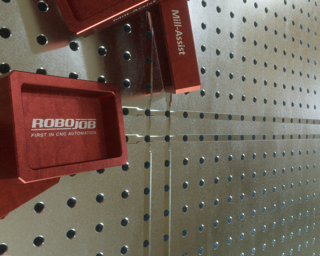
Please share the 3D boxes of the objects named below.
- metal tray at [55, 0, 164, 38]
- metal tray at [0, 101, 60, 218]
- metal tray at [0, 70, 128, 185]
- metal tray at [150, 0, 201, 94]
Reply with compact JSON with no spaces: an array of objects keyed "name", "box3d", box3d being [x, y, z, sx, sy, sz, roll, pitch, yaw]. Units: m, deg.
[{"name":"metal tray","box3d":[-0.044,-0.158,0.306,0.130,0.030,0.090,-23,98,6]},{"name":"metal tray","box3d":[-0.165,0.040,0.267,0.131,0.030,0.090,-33,110,-35]},{"name":"metal tray","box3d":[-0.088,-0.001,0.300,0.131,0.030,0.090,-2,84,-56]},{"name":"metal tray","box3d":[0.015,-0.109,0.376,0.030,0.090,0.129,-12,99,-6]}]
